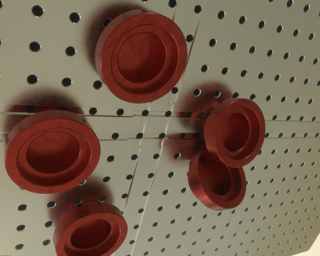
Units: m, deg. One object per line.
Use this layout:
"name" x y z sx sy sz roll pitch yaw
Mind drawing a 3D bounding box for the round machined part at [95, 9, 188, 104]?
"round machined part" -0.023 -0.080 0.340 0.099 0.042 0.097 -14 125 -21

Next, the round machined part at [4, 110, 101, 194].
"round machined part" -0.121 0.023 0.349 0.099 0.042 0.097 -14 125 -21

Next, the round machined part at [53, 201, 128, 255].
"round machined part" -0.099 0.142 0.435 0.099 0.042 0.097 -14 125 -21

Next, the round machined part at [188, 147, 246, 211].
"round machined part" 0.082 0.077 0.471 0.099 0.098 0.042 10 153 -33

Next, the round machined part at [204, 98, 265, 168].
"round machined part" 0.103 0.005 0.448 0.099 0.042 0.097 -6 100 -31
